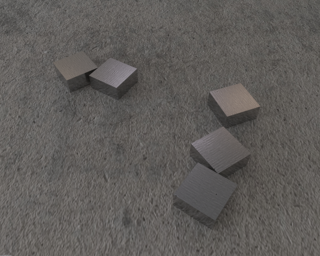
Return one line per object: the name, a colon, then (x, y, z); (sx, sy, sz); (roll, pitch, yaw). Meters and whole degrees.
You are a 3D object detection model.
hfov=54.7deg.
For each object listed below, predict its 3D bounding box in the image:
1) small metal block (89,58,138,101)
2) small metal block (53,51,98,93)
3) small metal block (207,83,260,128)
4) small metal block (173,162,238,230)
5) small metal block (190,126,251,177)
small metal block: (-0.069, -0.074, 0.465); (0.050, 0.025, 0.050); (26, 55, 20)
small metal block: (-0.127, -0.087, 0.475); (0.050, 0.025, 0.050); (-28, 56, -22)
small metal block: (0.101, -0.032, 0.430); (0.050, 0.025, 0.050); (-17, 52, -14)
small metal block: (0.049, 0.074, 0.341); (0.050, 0.025, 0.050); (29, 56, 22)
small metal block: (0.072, 0.032, 0.376); (0.050, 0.025, 0.050); (-26, 55, -21)
